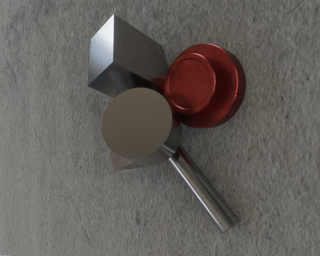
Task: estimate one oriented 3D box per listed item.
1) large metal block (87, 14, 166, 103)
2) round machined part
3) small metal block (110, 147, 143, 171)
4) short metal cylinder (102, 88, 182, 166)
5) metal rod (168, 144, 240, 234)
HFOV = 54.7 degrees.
[{"bbox_3d":[-0.040,-0.080,0.388,0.050,0.080,0.080,-33,48,36],"label":"large metal block"},{"bbox_3d":[0.044,-0.049,0.357,0.098,0.042,0.097,0,90,39],"label":"round machined part"},{"bbox_3d":[-0.029,0.036,0.413,0.050,0.050,0.025,-26,73,36],"label":"small metal block"},{"bbox_3d":[-0.019,0.000,0.356,0.080,0.050,0.080,-4,73,15],"label":"short metal cylinder"},{"bbox_3d":[-0.003,0.003,0.408,0.025,0.025,0.300,-52,60,27],"label":"metal rod"}]
